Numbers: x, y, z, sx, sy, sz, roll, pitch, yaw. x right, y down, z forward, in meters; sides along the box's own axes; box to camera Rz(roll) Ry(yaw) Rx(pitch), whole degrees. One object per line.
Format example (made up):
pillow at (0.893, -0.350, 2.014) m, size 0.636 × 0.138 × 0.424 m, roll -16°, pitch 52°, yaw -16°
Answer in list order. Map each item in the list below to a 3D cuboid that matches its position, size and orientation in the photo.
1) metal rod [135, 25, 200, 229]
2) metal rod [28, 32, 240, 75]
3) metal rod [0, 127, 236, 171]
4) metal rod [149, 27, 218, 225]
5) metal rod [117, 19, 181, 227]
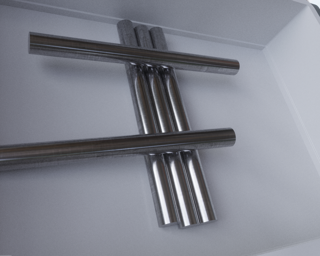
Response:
metal rod at (0.002, -0.019, 0.417) m, size 0.025 × 0.025 × 0.299 m, roll 1°, pitch 61°, yaw -28°
metal rod at (-0.015, -0.097, 0.422) m, size 0.303 × 0.025 × 0.025 m, roll 0°, pitch 62°, yaw -28°
metal rod at (-0.050, 0.021, 0.341) m, size 0.303 × 0.025 × 0.025 m, roll -4°, pitch 64°, yaw -22°
metal rod at (0.025, -0.020, 0.429) m, size 0.025 × 0.025 × 0.299 m, roll 1°, pitch 61°, yaw -28°
metal rod at (-0.021, -0.024, 0.408) m, size 0.025 × 0.025 × 0.299 m, roll 1°, pitch 61°, yaw -28°
